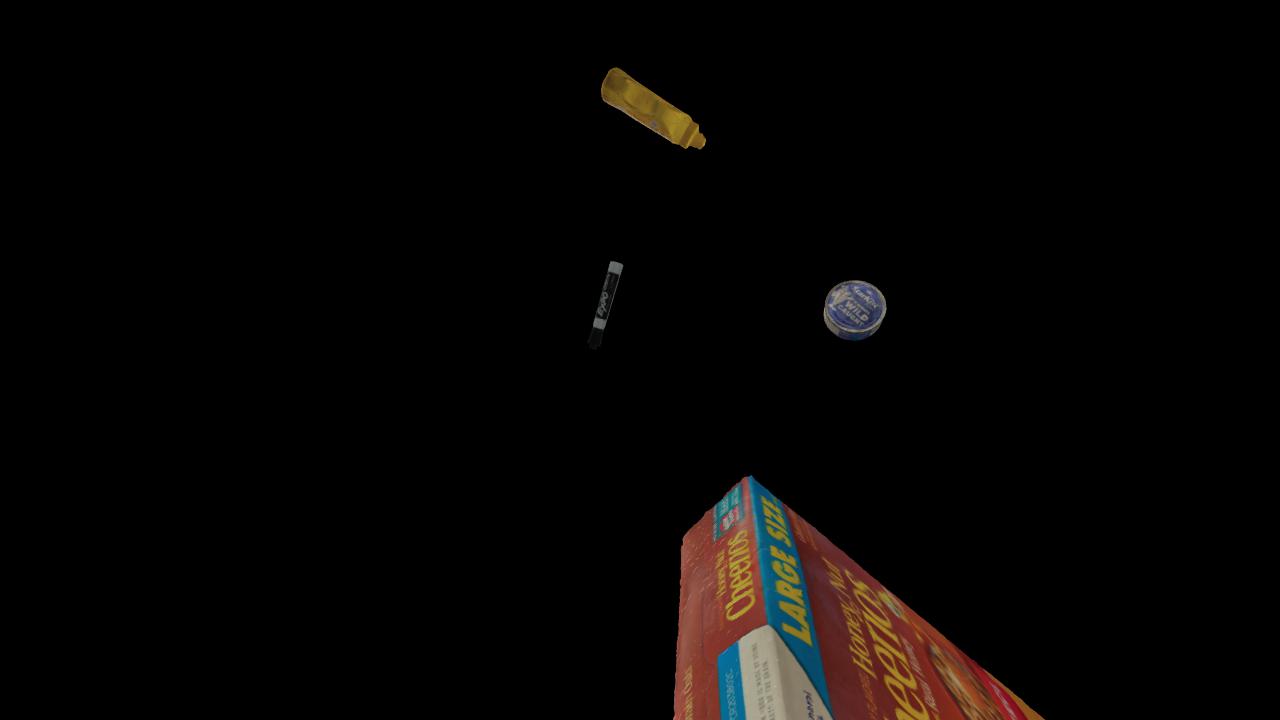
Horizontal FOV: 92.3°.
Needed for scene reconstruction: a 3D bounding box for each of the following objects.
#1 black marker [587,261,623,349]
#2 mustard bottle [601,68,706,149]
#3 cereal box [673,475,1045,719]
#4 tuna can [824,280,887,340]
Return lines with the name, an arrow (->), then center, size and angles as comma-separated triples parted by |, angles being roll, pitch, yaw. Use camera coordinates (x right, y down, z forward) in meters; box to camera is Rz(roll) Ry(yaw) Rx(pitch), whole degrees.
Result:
black marker -> -0.048, -0.073, 0.833 | 0.020, 0.121, 0.020 | 16, -1, 0
mustard bottle -> 0.027, -0.397, 0.995 | 0.184, 0.054, 0.092 | 33, 5, 0
cereal box -> 0.152, 0.223, 0.333 | 0.306, 0.081, 0.203 | 41, 18, -9
tuna can -> 0.310, -0.071, 0.889 | 0.084, 0.084, 0.034 | 0, -23, 11
